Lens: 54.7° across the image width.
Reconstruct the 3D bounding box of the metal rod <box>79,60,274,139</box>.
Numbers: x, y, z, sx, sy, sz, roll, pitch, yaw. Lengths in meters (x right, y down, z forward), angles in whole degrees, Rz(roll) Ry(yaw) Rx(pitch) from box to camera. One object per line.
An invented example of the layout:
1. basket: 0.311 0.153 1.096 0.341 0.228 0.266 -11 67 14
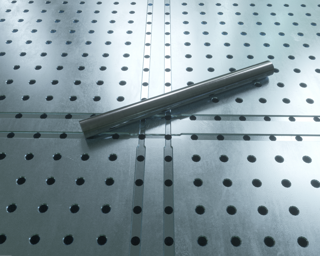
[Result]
1. metal rod: 0.035 -0.046 0.446 0.302 0.025 0.025 -19 53 -16
